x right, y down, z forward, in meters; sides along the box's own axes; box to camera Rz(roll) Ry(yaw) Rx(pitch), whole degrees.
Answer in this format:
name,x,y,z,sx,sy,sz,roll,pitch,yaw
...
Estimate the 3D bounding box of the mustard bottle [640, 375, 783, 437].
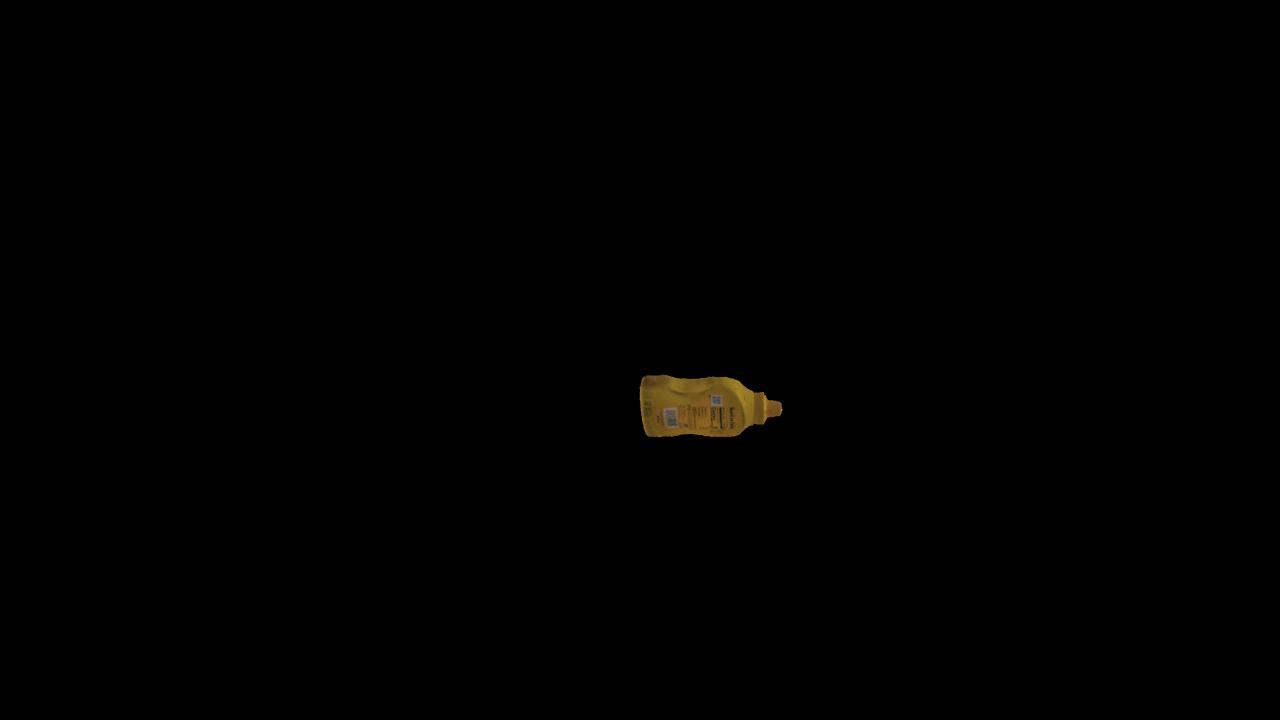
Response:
name,x,y,z,sx,sy,sz,roll,pitch,yaw
mustard bottle,0.095,0.064,0.817,0.184,0.092,0.054,0,28,12
